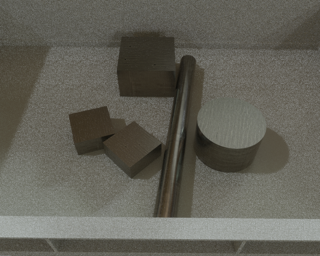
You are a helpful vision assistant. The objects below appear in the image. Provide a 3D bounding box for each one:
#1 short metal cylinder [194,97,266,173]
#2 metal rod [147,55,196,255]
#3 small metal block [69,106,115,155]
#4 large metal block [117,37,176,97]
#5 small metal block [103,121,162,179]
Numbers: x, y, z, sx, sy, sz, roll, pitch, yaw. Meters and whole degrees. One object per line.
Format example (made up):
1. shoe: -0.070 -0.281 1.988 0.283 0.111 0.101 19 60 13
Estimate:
1. short metal cylinder: 0.084 0.008 0.383 0.081 0.050 0.080 0 50 0
2. metal rod: 0.023 0.007 0.399 0.025 0.025 0.300 7 50 5
3. small metal block: -0.087 0.003 0.402 0.050 0.025 0.050 -14 52 -12
4. large metal block: -0.019 -0.093 0.467 0.081 0.050 0.080 0 50 0
5. small metal block: -0.034 0.026 0.383 0.050 0.025 0.050 -37 59 -27
